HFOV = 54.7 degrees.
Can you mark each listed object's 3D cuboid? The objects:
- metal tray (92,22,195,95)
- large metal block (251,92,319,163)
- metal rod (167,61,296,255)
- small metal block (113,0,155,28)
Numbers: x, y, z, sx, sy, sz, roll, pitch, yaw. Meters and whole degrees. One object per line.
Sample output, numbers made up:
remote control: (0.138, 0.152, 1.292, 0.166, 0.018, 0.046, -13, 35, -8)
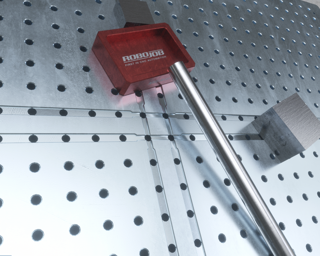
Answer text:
metal tray: (-0.021, -0.106, 0.457, 0.131, 0.030, 0.090, -22, 73, -36)
large metal block: (0.211, -0.002, 0.507, 0.081, 0.050, 0.080, -25, 76, -37)
metal rod: (0.093, 0.043, 0.411, 0.025, 0.025, 0.299, -23, 80, -36)
small metal block: (-0.041, -0.177, 0.493, 0.050, 0.025, 0.050, -6, 65, -31)
